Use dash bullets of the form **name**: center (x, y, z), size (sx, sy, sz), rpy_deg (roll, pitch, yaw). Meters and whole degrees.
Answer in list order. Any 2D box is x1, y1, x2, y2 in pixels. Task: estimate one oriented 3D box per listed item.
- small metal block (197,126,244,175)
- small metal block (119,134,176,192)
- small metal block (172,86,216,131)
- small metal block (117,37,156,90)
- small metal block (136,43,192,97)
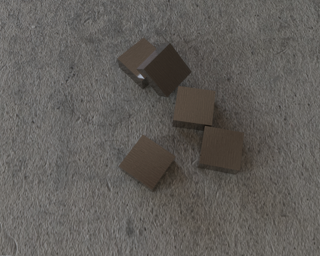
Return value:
- **small metal block**: center (0.077, 0.029, 0.398), size (0.050, 0.025, 0.050), rpy_deg (10, 70, 3)
- **small metal block**: center (-0.015, 0.045, 0.391), size (0.050, 0.025, 0.050), rpy_deg (33, 73, 11)
- **small metal block**: center (0.046, -0.026, 0.418), size (0.050, 0.025, 0.050), rpy_deg (8, 70, 3)
- **small metal block**: center (-0.024, -0.092, 0.441), size (0.050, 0.025, 0.050), rpy_deg (-42, 76, -14)
- **small metal block**: center (0.006, -0.077, 0.416), size (0.050, 0.025, 0.050), rpy_deg (-47, 116, -12)
